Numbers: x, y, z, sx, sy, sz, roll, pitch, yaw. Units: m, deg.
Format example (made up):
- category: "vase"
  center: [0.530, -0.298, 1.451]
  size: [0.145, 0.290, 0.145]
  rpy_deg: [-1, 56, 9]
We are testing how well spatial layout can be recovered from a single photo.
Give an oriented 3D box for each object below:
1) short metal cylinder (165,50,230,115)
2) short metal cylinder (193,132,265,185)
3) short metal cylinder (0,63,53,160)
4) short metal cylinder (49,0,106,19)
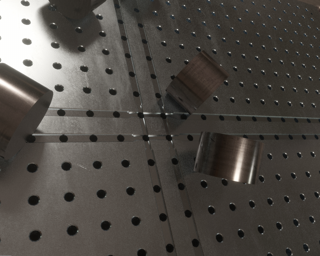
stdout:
- category: "short metal cylinder"
  center: [0.054, -0.064, 0.443]
  size: [0.050, 0.080, 0.080]
  rpy_deg: [44, 51, 2]
- category: "short metal cylinder"
  center: [0.086, 0.037, 0.389]
  size: [0.081, 0.080, 0.050]
  rpy_deg: [13, 86, -21]
- category: "short metal cylinder"
  center: [-0.150, -0.016, 0.302]
  size: [0.050, 0.080, 0.080]
  rpy_deg: [32, 52, -9]
- category: "short metal cylinder"
  center: [-0.117, -0.202, 0.434]
  size: [0.080, 0.080, 0.050]
  rpy_deg: [36, 51, -5]
